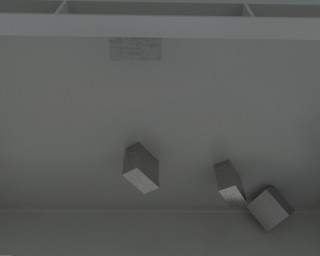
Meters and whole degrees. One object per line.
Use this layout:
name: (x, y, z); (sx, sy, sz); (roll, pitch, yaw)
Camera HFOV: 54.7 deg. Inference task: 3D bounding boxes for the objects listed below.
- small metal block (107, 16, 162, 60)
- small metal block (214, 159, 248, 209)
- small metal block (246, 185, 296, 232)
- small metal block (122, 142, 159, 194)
small metal block: (-0.023, -0.092, 0.314); (0.050, 0.050, 0.025); (0, 130, 0)
small metal block: (0.106, 0.084, 0.465); (0.025, 0.050, 0.050); (-24, 126, 19)
small metal block: (0.178, 0.130, 0.501); (0.025, 0.050, 0.050); (-9, 142, -46)
small metal block: (-0.026, 0.057, 0.440); (0.025, 0.050, 0.050); (-28, 125, 22)
